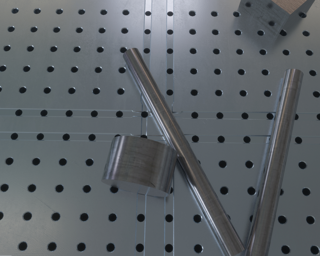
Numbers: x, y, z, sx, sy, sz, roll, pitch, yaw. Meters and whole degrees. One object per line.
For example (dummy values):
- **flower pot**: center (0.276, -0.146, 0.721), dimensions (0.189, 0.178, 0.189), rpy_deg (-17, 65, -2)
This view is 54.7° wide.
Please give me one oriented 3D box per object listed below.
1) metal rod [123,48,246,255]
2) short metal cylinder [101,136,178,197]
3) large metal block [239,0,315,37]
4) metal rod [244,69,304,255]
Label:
- **metal rod**: center (0.023, 0.018, 0.405), dimensions (0.025, 0.025, 0.299), rpy_deg (-24, 72, -9)
- **short metal cylinder**: center (-0.023, 0.047, 0.365), dimensions (0.080, 0.080, 0.050), rpy_deg (11, 71, 4)
- **large metal block**: center (0.184, -0.203, 0.474), dimensions (0.080, 0.050, 0.080), rpy_deg (-41, 75, -14)
- **metal rod**: center (0.144, 0.056, 0.392), dimensions (0.025, 0.025, 0.299), rpy_deg (17, 71, 6)
